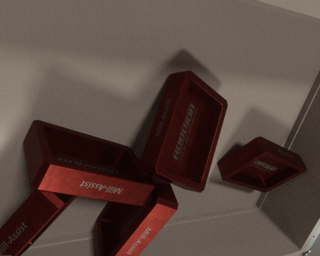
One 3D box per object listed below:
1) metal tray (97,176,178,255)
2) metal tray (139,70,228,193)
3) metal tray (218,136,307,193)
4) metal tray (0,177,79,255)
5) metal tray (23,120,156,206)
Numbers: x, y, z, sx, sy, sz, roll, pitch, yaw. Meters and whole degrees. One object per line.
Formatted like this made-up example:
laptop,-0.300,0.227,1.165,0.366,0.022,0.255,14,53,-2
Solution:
metal tray,-0.035,0.113,0.407,0.030,0.090,0.129,27,110,-27
metal tray,0.034,0.006,0.389,0.090,0.030,0.130,31,70,-38
metal tray,0.172,0.066,0.520,0.131,0.030,0.090,21,132,-36
metal tray,-0.141,0.104,0.348,0.030,0.090,0.130,44,100,0
metal tray,-0.078,0.040,0.349,0.131,0.090,0.030,20,106,-36
